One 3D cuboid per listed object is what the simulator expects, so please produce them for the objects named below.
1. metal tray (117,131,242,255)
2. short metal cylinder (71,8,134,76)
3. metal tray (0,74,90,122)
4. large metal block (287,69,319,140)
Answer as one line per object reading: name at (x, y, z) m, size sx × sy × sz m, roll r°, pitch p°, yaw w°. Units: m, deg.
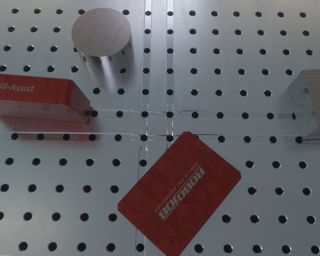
metal tray at (0.024, 0.079, 0.380) m, size 0.090 × 0.030 × 0.130 m, roll 40°, pitch 74°, yaw 13°
short metal cylinder at (-0.079, -0.122, 0.443) m, size 0.081 × 0.050 × 0.080 m, roll 0°, pitch 70°, yaw 0°
metal tray at (-0.163, -0.036, 0.387) m, size 0.131 × 0.090 × 0.030 m, roll 5°, pitch 78°, yaw 1°
large metal block at (0.228, -0.032, 0.412) m, size 0.081 × 0.050 × 0.080 m, roll -4°, pitch 70°, yaw -2°
